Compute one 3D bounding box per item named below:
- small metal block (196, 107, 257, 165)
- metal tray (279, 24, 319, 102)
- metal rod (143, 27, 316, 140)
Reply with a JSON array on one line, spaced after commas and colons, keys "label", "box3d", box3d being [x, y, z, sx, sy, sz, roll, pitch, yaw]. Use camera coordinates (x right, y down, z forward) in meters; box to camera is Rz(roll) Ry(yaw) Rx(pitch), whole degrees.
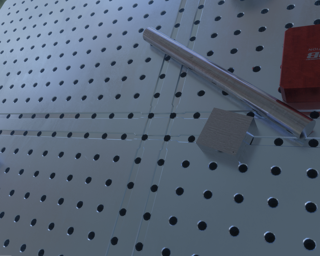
[{"label": "small metal block", "box3d": [0.078, 0.008, 0.362, 0.050, 0.025, 0.050, 18, 71, 35]}, {"label": "metal tray", "box3d": [0.206, -0.076, 0.343, 0.130, 0.030, 0.090, 1, 62, 28]}, {"label": "metal rod", "box3d": [0.069, -0.076, 0.418, 0.025, 0.025, 0.300, -45, 51, -3]}]
